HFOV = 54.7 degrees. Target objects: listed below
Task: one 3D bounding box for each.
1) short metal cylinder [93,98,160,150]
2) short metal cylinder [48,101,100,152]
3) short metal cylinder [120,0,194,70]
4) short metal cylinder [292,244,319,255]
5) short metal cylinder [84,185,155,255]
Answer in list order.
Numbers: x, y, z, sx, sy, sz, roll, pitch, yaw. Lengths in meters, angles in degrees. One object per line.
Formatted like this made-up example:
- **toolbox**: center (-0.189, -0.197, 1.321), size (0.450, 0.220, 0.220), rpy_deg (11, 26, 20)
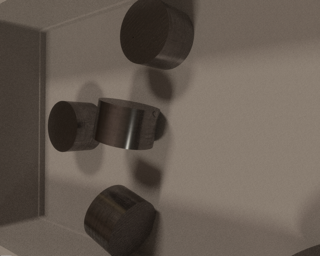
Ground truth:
- **short metal cylinder**: center (-0.044, -0.007, 0.405), size (0.080, 0.081, 0.050), rpy_deg (19, 102, 38)
- **short metal cylinder**: center (-0.136, -0.003, 0.500), size (0.080, 0.050, 0.079), rpy_deg (0, 90, 39)
- **short metal cylinder**: center (-0.004, -0.117, 0.392), size (0.080, 0.050, 0.079), rpy_deg (0, 90, 39)
- **short metal cylinder**: center (0.146, 0.127, 0.250), size (0.080, 0.081, 0.050), rpy_deg (-32, 70, 35)
- **short metal cylinder**: center (-0.052, 0.123, 0.412), size (0.050, 0.081, 0.079), rpy_deg (24, 105, 37)
